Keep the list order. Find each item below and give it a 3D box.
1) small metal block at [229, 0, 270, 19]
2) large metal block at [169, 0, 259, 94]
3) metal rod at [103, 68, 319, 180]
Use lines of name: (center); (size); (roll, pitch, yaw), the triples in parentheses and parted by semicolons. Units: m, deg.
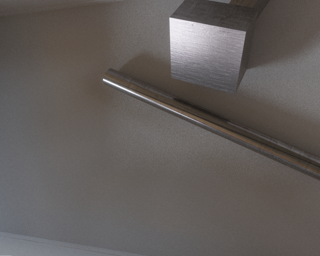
small metal block: (0.108, -0.150, 0.359); (0.025, 0.050, 0.050); (37, 102, 16)
large metal block: (0.059, -0.094, 0.354); (0.080, 0.080, 0.050); (17, 51, 18)
metal rod: (0.058, -0.011, 0.389); (0.301, 0.025, 0.025); (25, 98, 17)
